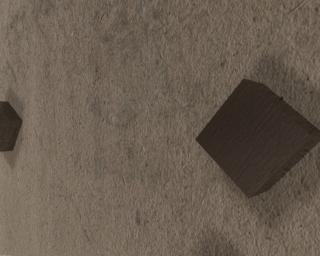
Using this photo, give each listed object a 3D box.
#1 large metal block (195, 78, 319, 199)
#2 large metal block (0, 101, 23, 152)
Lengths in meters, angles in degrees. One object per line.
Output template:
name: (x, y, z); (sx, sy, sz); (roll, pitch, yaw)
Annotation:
large metal block: (0.097, 0.009, 0.308); (0.080, 0.050, 0.080); (50, 119, 28)
large metal block: (-0.350, -0.004, 0.673); (0.080, 0.050, 0.079); (41, 114, 32)
